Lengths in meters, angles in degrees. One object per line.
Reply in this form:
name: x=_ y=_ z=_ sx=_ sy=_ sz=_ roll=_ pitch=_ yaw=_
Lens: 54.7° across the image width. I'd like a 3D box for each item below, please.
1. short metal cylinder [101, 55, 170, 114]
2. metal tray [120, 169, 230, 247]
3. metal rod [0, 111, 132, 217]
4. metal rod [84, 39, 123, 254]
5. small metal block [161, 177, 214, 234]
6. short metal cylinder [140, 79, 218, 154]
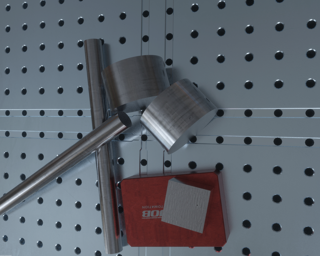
short metal cylinder: x=-0.029 y=-0.053 z=0.393 sx=0.080 sy=0.080 sz=0.050 roll=-16 pitch=85 yaw=19
metal tray: x=0.018 y=0.105 z=0.403 sx=0.130 sy=0.030 sz=0.089 roll=-8 pitch=87 yaw=19
metal rod: x=-0.160 y=0.064 z=0.450 sx=0.300 sy=0.025 sz=0.025 roll=-33 pitch=80 yaw=23
metal rod: x=-0.081 y=0.024 z=0.439 sx=0.025 sy=0.025 sz=0.298 roll=-7 pitch=88 yaw=19
small metal block: x=0.033 y=0.090 z=0.368 sx=0.050 sy=0.025 sz=0.050 roll=11 pitch=94 yaw=19
short metal cylinder: x=0.023 y=-0.013 z=0.375 sx=0.080 sy=0.080 sz=0.050 roll=-45 pitch=76 yaw=14
